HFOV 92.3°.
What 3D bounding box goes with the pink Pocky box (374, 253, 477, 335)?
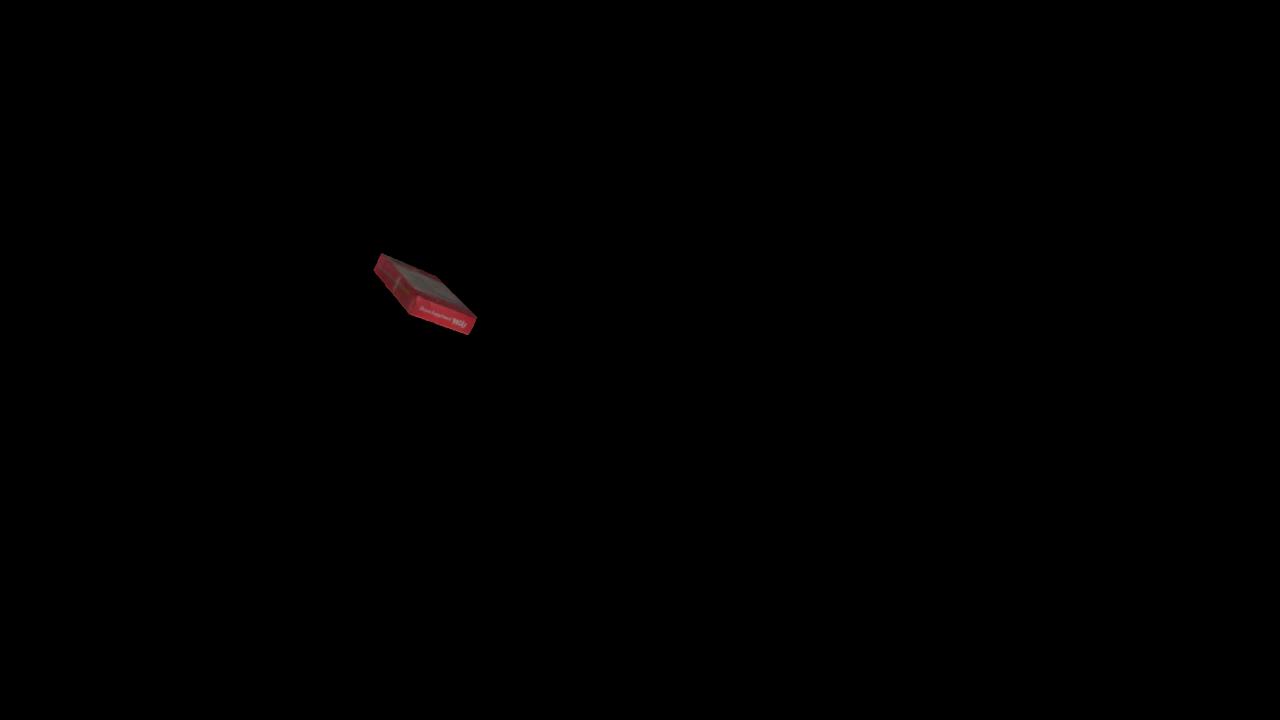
[{"bbox_3d":[-0.277,-0.085,0.787,0.084,0.029,0.155,23,10,-46],"label":"pink Pocky box"}]
